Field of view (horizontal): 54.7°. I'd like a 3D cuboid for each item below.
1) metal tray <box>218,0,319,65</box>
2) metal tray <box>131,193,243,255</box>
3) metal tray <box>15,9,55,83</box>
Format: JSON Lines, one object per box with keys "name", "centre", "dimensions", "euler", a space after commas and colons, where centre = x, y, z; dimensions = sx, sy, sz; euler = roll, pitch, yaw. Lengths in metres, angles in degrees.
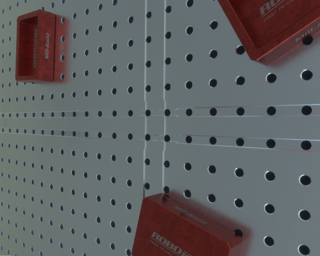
{"name": "metal tray", "centre": [0.130, -0.134, 0.298], "dimensions": [0.130, 0.030, 0.090], "euler": [-34, 69, 34]}
{"name": "metal tray", "centre": [0.027, 0.148, 0.382], "dimensions": [0.130, 0.030, 0.089], "euler": [20, 102, 38]}
{"name": "metal tray", "centre": [-0.244, -0.155, 0.603], "dimensions": [0.090, 0.030, 0.129], "euler": [5, 93, 39]}
